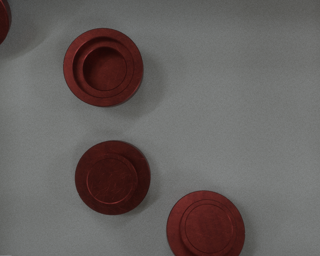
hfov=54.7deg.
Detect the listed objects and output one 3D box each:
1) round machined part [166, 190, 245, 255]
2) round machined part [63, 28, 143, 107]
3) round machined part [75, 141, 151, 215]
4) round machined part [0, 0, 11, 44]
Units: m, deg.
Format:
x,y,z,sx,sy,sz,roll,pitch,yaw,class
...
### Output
x,y,z,sx,sy,sz,roll,pitch,yaw,class
0.058,0.126,0.386,0.099,0.042,0.098,1,67,-1,round machined part
-0.070,-0.075,0.402,0.099,0.042,0.097,0,90,0,round machined part
-0.062,0.065,0.402,0.099,0.042,0.097,0,90,0,round machined part
-0.238,-0.147,0.384,0.099,0.042,0.097,-7,130,-9,round machined part
